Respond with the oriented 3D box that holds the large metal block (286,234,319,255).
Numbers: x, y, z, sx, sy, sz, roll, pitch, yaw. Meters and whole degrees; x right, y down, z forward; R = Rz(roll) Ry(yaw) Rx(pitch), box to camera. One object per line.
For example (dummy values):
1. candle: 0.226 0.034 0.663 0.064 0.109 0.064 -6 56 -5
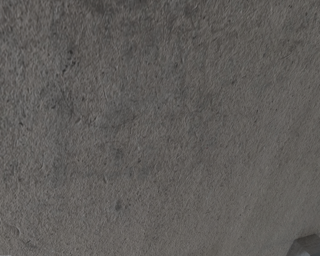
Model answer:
1. large metal block: 0.379 0.328 0.801 0.081 0.050 0.079 -2 119 -28
